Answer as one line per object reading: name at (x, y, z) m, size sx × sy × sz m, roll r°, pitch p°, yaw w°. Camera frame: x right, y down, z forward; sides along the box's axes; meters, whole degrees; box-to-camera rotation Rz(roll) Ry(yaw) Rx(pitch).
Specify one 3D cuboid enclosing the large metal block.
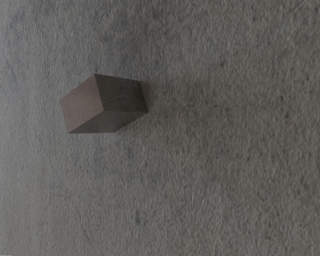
large metal block at (-0.077, -0.030, 0.430) m, size 0.080 × 0.081 × 0.050 m, roll -27°, pitch 74°, yaw 36°
